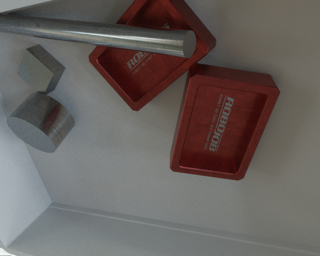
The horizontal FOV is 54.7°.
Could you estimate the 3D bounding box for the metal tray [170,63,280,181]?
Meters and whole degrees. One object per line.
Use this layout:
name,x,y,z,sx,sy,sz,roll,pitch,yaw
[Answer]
metal tray,0.066,-0.002,0.348,0.091,0.030,0.129,8,125,-3

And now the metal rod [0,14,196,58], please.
metal rod,-0.098,-0.112,0.358,0.300,0.025,0.025,16,125,30

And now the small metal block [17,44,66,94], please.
small metal block,-0.171,-0.082,0.446,0.050,0.025,0.050,42,129,-2

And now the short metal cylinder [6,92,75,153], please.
short metal cylinder,-0.177,-0.007,0.463,0.080,0.050,0.080,19,146,14

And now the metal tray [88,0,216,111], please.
metal tray,-0.013,-0.088,0.356,0.090,0.030,0.130,49,128,-7
